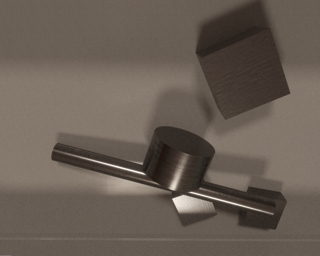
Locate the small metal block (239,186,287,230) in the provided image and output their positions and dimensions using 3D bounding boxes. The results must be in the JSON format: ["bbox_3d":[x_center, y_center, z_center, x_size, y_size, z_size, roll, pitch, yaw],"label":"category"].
[{"bbox_3d":[0.151,0.118,0.457,0.050,0.025,0.050,11,110,-5],"label":"small metal block"}]

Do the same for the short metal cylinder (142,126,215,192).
[{"bbox_3d":[0.023,0.038,0.396,0.080,0.080,0.050,17,109,-7],"label":"short metal cylinder"}]

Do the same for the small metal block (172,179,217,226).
[{"bbox_3d":[0.050,0.108,0.452,0.050,0.025,0.050,-21,109,7],"label":"small metal block"}]

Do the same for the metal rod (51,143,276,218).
[{"bbox_3d":[0.004,0.070,0.418,0.302,0.025,0.025,14,110,1],"label":"metal rod"}]

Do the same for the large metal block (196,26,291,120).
[{"bbox_3d":[0.098,-0.067,0.375,0.080,0.050,0.080,-23,109,8],"label":"large metal block"}]
